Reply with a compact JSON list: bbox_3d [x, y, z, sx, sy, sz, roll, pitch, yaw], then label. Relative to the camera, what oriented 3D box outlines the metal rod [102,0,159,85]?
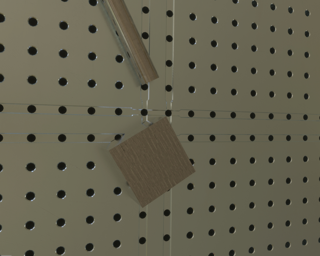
[{"bbox_3d":[-0.075,-0.195,0.384,0.025,0.025,0.299,-28,100,-18],"label":"metal rod"}]

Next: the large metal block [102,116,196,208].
[{"bbox_3d":[-0.015,0.040,0.394,0.080,0.050,0.080,-32,101,-17],"label":"large metal block"}]
